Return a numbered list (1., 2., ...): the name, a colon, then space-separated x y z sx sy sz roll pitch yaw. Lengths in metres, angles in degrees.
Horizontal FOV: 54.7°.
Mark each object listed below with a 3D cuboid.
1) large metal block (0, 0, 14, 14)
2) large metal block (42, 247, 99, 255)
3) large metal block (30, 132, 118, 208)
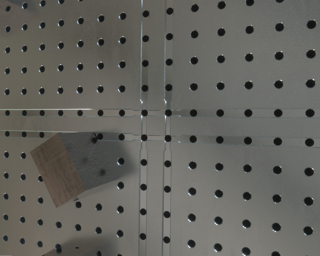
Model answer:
1. large metal block: -0.298 -0.223 0.502 0.080 0.050 0.080 -26 82 17
2. large metal block: -0.131 0.222 0.444 0.080 0.050 0.080 -11 87 19
3. large metal block: -0.114 0.053 0.422 0.050 0.080 0.080 -32 80 17
